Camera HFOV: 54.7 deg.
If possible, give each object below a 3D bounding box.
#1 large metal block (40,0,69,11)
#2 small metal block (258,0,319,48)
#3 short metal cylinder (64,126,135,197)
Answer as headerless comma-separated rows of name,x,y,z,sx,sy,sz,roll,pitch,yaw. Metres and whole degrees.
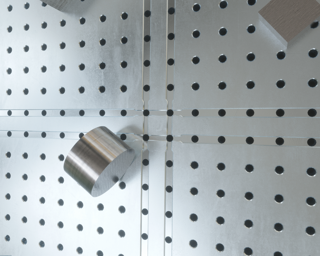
large metal block,-0.163,-0.237,0.457,0.080,0.050,0.080,47,104,14
small metal block,0.151,-0.131,0.359,0.050,0.025,0.050,-41,77,15
short metal cylinder,-0.079,0.044,0.411,0.050,0.080,0.080,38,102,16
